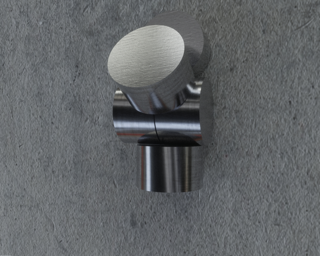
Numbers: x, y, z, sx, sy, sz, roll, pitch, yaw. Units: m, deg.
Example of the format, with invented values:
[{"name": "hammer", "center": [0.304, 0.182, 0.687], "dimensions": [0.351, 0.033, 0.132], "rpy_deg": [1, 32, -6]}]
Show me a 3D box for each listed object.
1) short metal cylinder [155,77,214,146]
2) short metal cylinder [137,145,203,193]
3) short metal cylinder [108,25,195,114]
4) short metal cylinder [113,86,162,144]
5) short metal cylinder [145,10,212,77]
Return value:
[{"name": "short metal cylinder", "center": [0.032, -0.019, 0.369], "dimensions": [0.050, 0.080, 0.079], "rpy_deg": [0, 90, 20]}, {"name": "short metal cylinder", "center": [0.012, 0.045, 0.376], "dimensions": [0.080, 0.080, 0.050], "rpy_deg": [0, 90, 19]}, {"name": "short metal cylinder", "center": [-0.008, -0.061, 0.329], "dimensions": [0.080, 0.050, 0.080], "rpy_deg": [-8, 59, 14]}, {"name": "short metal cylinder", "center": [-0.017, -0.020, 0.387], "dimensions": [0.050, 0.080, 0.079], "rpy_deg": [1, 90, 19]}, {"name": "short metal cylinder", "center": [0.020, -0.099, 0.390], "dimensions": [0.080, 0.050, 0.079], "rpy_deg": [0, 90, 19]}]
